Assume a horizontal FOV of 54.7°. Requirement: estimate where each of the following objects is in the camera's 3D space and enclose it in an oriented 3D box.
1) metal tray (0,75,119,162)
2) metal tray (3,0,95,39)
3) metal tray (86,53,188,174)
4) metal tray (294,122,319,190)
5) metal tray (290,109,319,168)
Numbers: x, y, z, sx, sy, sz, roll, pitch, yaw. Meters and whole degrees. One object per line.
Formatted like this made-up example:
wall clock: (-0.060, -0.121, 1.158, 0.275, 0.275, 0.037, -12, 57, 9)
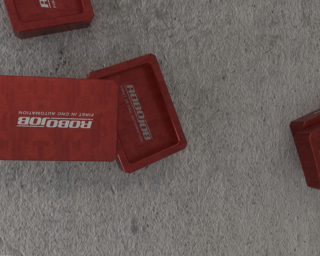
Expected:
metal tray: (-0.113, -0.010, 0.344, 0.131, 0.030, 0.089, 2, 95, -7)
metal tray: (-0.138, -0.176, 0.354, 0.091, 0.030, 0.129, -18, 96, -19)
metal tray: (-0.029, -0.019, 0.395, 0.091, 0.030, 0.129, -23, 98, -19)
metal tray: (0.275, 0.030, 0.475, 0.131, 0.030, 0.090, -20, 97, -19)
metal tray: (0.284, 0.011, 0.511, 0.131, 0.030, 0.090, -22, 98, -19)
